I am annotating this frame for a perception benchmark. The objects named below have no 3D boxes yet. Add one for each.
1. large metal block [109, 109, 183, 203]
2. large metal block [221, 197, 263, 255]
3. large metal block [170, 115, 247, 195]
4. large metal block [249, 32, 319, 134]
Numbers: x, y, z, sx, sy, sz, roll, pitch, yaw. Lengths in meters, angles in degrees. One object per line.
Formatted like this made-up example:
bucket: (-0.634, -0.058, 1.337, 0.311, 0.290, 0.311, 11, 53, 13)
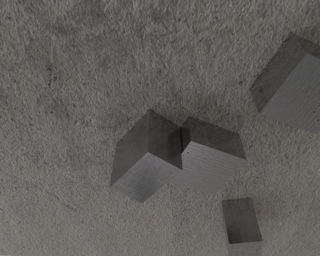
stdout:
large metal block: (-0.018, 0.036, 0.401, 0.050, 0.080, 0.080, 31, 124, -23)
large metal block: (0.137, 0.177, 0.523, 0.050, 0.080, 0.080, -8, 130, 6)
large metal block: (0.057, 0.039, 0.425, 0.080, 0.050, 0.079, 19, 128, -16)
large metal block: (0.163, -0.049, 0.351, 0.081, 0.050, 0.079, 17, 128, -15)
